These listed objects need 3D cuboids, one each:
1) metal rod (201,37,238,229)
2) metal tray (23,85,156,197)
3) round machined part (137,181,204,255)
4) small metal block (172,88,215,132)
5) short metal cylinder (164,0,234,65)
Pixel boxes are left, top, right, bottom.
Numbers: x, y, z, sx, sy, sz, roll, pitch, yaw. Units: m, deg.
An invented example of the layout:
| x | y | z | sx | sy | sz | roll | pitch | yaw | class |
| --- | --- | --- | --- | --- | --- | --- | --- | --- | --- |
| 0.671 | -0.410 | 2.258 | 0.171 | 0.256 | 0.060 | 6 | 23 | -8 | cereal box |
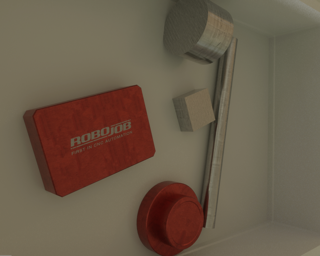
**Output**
| x | y | z | sx | sy | sz | roll | pitch | yaw | class |
| --- | --- | --- | --- | --- | --- | --- | --- | --- | --- |
| 0.092 | 0.002 | 0.486 | 0.025 | 0.025 | 0.298 | 14 | 81 | -40 | metal rod |
| -0.071 | 0.009 | 0.345 | 0.131 | 0.030 | 0.089 | -21 | 103 | -38 | metal tray |
| 0.021 | 0.123 | 0.416 | 0.099 | 0.042 | 0.097 | 0 | 90 | -40 | round machined part |
| 0.050 | -0.027 | 0.451 | 0.050 | 0.025 | 0.050 | -26 | 106 | -37 | small metal block |
| 0.050 | -0.130 | 0.415 | 0.050 | 0.080 | 0.080 | 10 | 84 | -40 | short metal cylinder |
